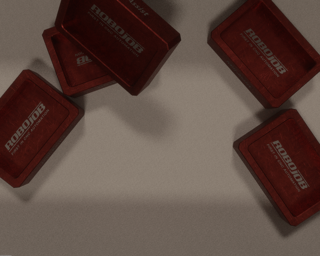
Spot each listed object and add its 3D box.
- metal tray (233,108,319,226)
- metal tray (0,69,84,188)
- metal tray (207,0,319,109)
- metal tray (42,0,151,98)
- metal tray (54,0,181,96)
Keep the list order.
[{"bbox_3d":[0.171,0.050,0.411,0.090,0.030,0.130,-34,90,-1],"label":"metal tray"},{"bbox_3d":[-0.176,0.001,0.406,0.090,0.030,0.130,39,90,-1],"label":"metal tray"},{"bbox_3d":[0.139,-0.101,0.410,0.090,0.030,0.130,-42,91,0],"label":"metal tray"},{"bbox_3d":[-0.075,-0.103,0.407,0.131,0.030,0.090,-20,90,-1],"label":"metal tray"},{"bbox_3d":[-0.051,-0.109,0.349,0.130,0.090,0.030,41,47,-1],"label":"metal tray"}]
